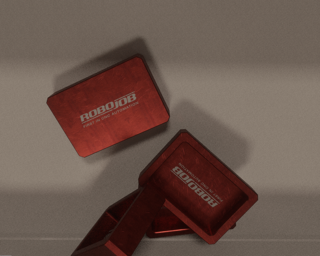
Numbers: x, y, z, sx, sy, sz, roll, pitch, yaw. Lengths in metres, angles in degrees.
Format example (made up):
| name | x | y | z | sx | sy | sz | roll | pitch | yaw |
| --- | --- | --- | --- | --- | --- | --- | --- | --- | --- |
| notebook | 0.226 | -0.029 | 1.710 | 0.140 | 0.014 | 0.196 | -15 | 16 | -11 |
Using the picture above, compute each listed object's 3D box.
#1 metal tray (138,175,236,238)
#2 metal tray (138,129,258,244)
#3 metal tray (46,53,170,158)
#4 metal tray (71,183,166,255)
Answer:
| name | x | y | z | sx | sy | sz | roll | pitch | yaw |
| --- | --- | --- | --- | --- | --- | --- | --- | --- | --- |
| metal tray | 0.040 | 0.108 | 0.448 | 0.131 | 0.030 | 0.089 | -7 | 110 | 2 |
| metal tray | 0.049 | 0.076 | 0.404 | 0.130 | 0.030 | 0.090 | 42 | 96 | -4 |
| metal tray | -0.064 | -0.027 | 0.398 | 0.130 | 0.030 | 0.090 | -24 | 109 | 8 |
| metal tray | -0.056 | 0.128 | 0.390 | 0.030 | 0.090 | 0.129 | 44 | 138 | -6 |
